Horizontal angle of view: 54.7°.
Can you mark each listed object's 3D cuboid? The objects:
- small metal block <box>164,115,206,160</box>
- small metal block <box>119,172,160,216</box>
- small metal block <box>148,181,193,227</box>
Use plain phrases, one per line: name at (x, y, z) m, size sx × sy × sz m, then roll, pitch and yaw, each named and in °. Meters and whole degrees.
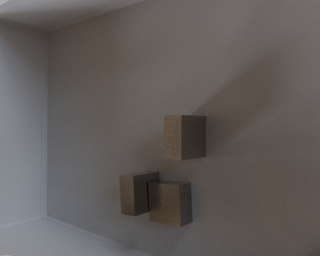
small metal block at (0.030, 0.010, 0.366) m, size 0.025 × 0.050 × 0.050 m, roll 1°, pitch 91°, yaw 40°
small metal block at (-0.026, 0.085, 0.412) m, size 0.025 × 0.050 × 0.050 m, roll -5°, pitch 87°, yaw 40°
small metal block at (0.013, 0.095, 0.396) m, size 0.050 × 0.025 × 0.050 m, roll -4°, pitch 88°, yaw 40°
